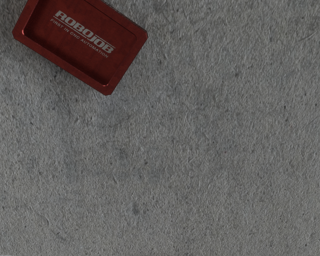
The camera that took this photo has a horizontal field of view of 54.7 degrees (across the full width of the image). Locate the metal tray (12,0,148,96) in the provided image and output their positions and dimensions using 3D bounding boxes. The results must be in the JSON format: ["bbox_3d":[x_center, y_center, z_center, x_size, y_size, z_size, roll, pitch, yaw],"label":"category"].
[{"bbox_3d":[-0.091,-0.110,0.365,0.130,0.030,0.090,32,107,-12],"label":"metal tray"}]
